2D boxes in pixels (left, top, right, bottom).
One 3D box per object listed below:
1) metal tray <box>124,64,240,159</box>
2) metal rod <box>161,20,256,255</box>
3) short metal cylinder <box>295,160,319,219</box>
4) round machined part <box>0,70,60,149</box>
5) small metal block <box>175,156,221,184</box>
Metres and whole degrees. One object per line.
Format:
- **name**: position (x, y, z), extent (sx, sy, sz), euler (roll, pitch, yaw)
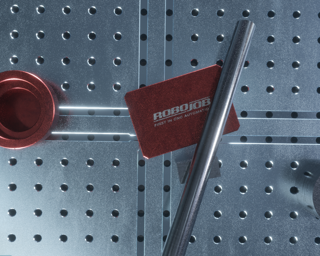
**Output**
- **metal tray**: position (0.029, -0.021, 0.411), extent (0.131, 0.030, 0.090), euler (-18, 90, -1)
- **metal rod**: position (0.062, 0.007, 0.370), extent (0.025, 0.025, 0.299), euler (19, 79, -1)
- **short metal cylinder**: position (0.227, 0.083, 0.404), extent (0.081, 0.050, 0.079), euler (0, 90, -1)
- **round machined part**: position (-0.180, -0.023, 0.403), extent (0.099, 0.042, 0.097), euler (0, 90, -1)
- **small metal block**: position (0.047, 0.051, 0.402), extent (0.050, 0.050, 0.025), euler (-10, 90, 0)
